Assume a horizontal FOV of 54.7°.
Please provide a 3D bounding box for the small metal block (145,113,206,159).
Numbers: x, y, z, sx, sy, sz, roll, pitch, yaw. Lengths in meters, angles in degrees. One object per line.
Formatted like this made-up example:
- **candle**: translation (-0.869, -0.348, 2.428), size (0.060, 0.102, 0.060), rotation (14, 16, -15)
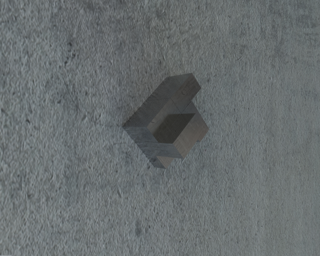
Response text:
- **small metal block**: translation (0.018, 0.009, 0.375), size (0.050, 0.050, 0.025), rotation (-51, 121, -28)

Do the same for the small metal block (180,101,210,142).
- **small metal block**: translation (0.030, -0.008, 0.417), size (0.025, 0.050, 0.050), rotation (-51, 120, -28)

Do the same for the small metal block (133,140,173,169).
- **small metal block**: translation (0.001, 0.018, 0.409), size (0.050, 0.025, 0.050), rotation (-50, 120, -28)

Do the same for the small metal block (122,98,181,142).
- **small metal block**: translation (-0.011, -0.010, 0.382), size (0.050, 0.050, 0.025), rotation (-51, 121, -28)

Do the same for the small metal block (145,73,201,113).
- **small metal block**: translation (0.017, -0.044, 0.406), size (0.050, 0.050, 0.025), rotation (-51, 121, -28)
